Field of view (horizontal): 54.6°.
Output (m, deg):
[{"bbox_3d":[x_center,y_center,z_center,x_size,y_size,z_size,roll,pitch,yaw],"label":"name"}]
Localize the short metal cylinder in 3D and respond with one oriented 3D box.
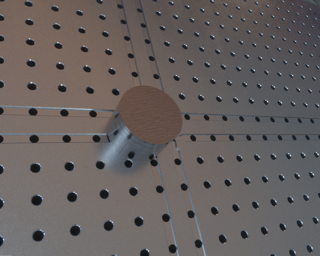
[{"bbox_3d":[-0.019,-0.006,0.385,0.081,0.050,0.080,13,56,-21],"label":"short metal cylinder"}]
